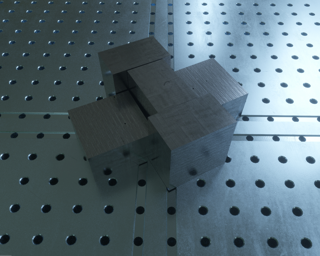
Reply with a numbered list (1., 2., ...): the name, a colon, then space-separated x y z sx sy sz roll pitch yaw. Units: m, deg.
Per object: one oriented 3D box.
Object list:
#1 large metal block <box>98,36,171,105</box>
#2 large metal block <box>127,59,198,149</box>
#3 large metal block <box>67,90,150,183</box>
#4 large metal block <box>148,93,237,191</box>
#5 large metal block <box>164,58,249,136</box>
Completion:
1. large metal block: -0.033 -0.070 0.430 0.081 0.080 0.050 -22 53 -18
2. large metal block: 0.001 -0.027 0.395 0.050 0.080 0.080 -23 54 -18
3. large metal block: -0.059 0.008 0.386 0.081 0.050 0.080 -21 53 -17
4. large metal block: 0.034 0.016 0.358 0.081 0.080 0.050 -22 54 -19
5. large metal block: 0.059 -0.042 0.427 0.081 0.050 0.080 -23 56 -18
